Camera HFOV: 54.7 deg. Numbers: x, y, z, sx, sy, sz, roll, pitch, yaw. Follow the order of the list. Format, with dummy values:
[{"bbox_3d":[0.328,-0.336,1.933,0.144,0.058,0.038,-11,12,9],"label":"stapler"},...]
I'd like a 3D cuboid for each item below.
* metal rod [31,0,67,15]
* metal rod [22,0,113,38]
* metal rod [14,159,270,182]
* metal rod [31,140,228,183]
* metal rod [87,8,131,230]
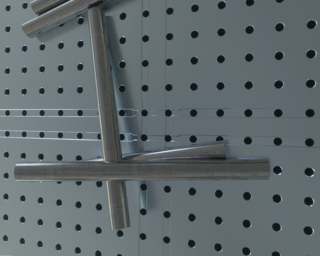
[{"bbox_3d":[-0.053,-0.226,0.430,0.301,0.025,0.025,-17,85,18],"label":"metal rod"},{"bbox_3d":[-0.069,-0.194,0.435,0.301,0.025,0.025,-17,85,18],"label":"metal rod"},{"bbox_3d":[-0.023,0.052,0.376,0.302,0.025,0.025,-1,90,3],"label":"metal rod"},{"bbox_3d":[-0.059,0.050,0.432,0.301,0.025,0.025,-9,87,19],"label":"metal rod"},{"bbox_3d":[-0.070,-0.019,0.417,0.025,0.025,0.298,-12,79,19],"label":"metal rod"}]
